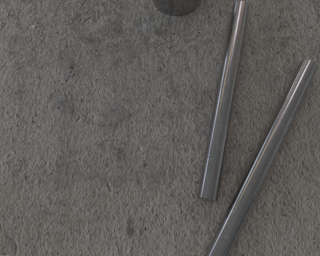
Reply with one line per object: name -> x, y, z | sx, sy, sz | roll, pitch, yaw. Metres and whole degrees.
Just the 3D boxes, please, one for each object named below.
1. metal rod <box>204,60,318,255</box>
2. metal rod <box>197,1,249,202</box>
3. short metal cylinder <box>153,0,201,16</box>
metal rod -> 0.136, 0.033, 0.396 | 0.025, 0.025, 0.300 | 29, 72, 10
metal rod -> 0.091, -0.050, 0.426 | 0.025, 0.025, 0.299 | 12, 70, 4
short metal cylinder -> 0.027, -0.221, 0.476 | 0.081, 0.050, 0.080 | 0, 70, 0
